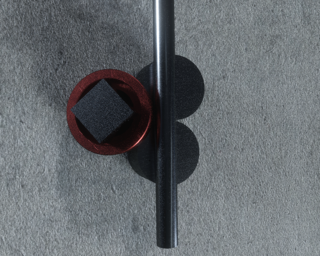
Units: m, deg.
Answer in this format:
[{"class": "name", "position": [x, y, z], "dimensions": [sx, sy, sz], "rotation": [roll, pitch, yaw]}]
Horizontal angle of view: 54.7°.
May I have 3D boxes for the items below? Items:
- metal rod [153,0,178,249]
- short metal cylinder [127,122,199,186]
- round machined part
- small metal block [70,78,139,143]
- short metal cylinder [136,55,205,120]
[{"class": "metal rod", "position": [0.006, -0.014, 0.360], "dimensions": [0.025, 0.025, 0.298], "rotation": [-1, 90, -20]}, {"class": "short metal cylinder", "position": [0.003, 0.030, 0.398], "dimensions": [0.081, 0.050, 0.080], "rotation": [0, 89, -20]}, {"class": "round machined part", "position": [-0.055, -0.017, 0.367], "dimensions": [0.098, 0.042, 0.097], "rotation": [0, 88, 9]}, {"class": "small metal block", "position": [-0.061, -0.018, 0.345], "dimensions": [0.050, 0.025, 0.050], "rotation": [-43, 82, 4]}, {"class": "short metal cylinder", "position": [0.010, -0.050, 0.401], "dimensions": [0.081, 0.050, 0.079], "rotation": [0, 90, -20]}]
